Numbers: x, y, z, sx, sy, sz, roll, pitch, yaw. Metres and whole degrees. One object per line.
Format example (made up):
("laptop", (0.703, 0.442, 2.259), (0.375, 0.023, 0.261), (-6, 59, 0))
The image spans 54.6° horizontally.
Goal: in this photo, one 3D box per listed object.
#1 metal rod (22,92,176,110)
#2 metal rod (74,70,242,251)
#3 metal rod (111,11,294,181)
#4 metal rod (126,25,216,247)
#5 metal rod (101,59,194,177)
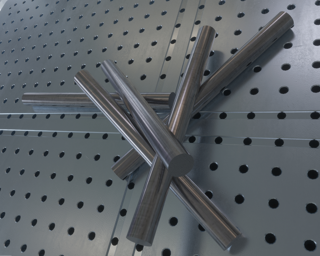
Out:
("metal rod", (-0.113, -0.045, 0.496), (0.300, 0.025, 0.025), (4, 64, 30))
("metal rod", (-0.021, 0.019, 0.377), (0.025, 0.025, 0.300), (-44, 61, -2))
("metal rod", (0.056, -0.042, 0.405), (0.300, 0.025, 0.025), (-42, 51, -1))
("metal rod", (0.024, -0.016, 0.364), (0.025, 0.025, 0.300), (0, 54, 28))
("metal rod", (-0.034, -0.035, 0.397), (0.025, 0.025, 0.300), (-40, 35, 1))
